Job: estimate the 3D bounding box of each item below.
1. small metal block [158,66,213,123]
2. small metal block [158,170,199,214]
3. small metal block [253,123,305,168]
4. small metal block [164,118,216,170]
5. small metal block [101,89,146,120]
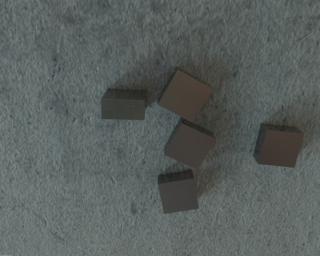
[{"bbox_3d":[0.031,-0.043,0.395,0.050,0.025,0.050,27,108,-10],"label":"small metal block"},{"bbox_3d":[0.026,0.092,0.444,0.050,0.025,0.050,-10,110,3],"label":"small metal block"},{"bbox_3d":[0.160,0.024,0.421,0.050,0.025,0.050,6,110,-3],"label":"small metal block"},{"bbox_3d":[0.040,0.021,0.418,0.050,0.025,0.050,25,108,-9],"label":"small metal block"},{"bbox_3d":[-0.043,-0.030,0.385,0.050,0.050,0.025,2,110,-1],"label":"small metal block"}]
